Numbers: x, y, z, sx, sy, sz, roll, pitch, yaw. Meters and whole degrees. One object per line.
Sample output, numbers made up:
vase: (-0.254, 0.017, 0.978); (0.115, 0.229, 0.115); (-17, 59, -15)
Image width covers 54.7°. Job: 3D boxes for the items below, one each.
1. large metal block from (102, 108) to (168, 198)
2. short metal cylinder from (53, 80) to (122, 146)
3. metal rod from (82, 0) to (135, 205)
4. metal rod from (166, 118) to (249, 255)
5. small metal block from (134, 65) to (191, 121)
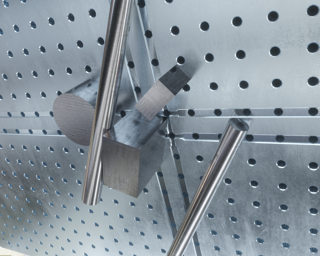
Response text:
large metal block: (-0.032, 0.031, 0.412); (0.050, 0.080, 0.079); (18, 126, 17)
short metal cylinder: (-0.101, -0.022, 0.435); (0.080, 0.050, 0.079); (13, 124, 21)
metal rod: (-0.063, -0.037, 0.373); (0.025, 0.025, 0.298); (19, 111, 17)
metal rod: (0.057, 0.110, 0.449); (0.025, 0.025, 0.298); (26, 128, 12)
small metal block: (0.004, -0.042, 0.367); (0.025, 0.050, 0.050); (44, 129, -3)
